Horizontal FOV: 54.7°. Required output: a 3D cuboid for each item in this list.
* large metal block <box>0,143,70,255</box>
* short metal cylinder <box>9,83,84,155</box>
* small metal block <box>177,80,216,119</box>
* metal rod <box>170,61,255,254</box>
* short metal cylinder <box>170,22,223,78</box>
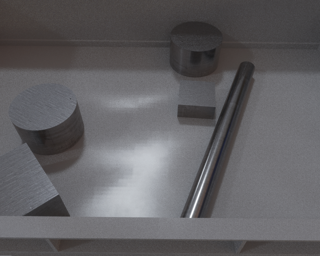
[{"bbox_3d":[-0.155,0.075,0.324,0.081,0.050,0.080,-31,57,-24],"label":"large metal block"},{"bbox_3d":[-0.143,-0.012,0.397,0.081,0.050,0.080,0,50,0],"label":"short metal cylinder"},{"bbox_3d":[0.052,-0.041,0.440,0.050,0.025,0.050,4,50,3],"label":"small metal block"},{"bbox_3d":[0.079,0.012,0.395,0.025,0.025,0.301,18,52,14],"label":"metal rod"},{"bbox_3d":[0.056,-0.126,0.496,0.081,0.050,0.080,0,50,0],"label":"short metal cylinder"}]
